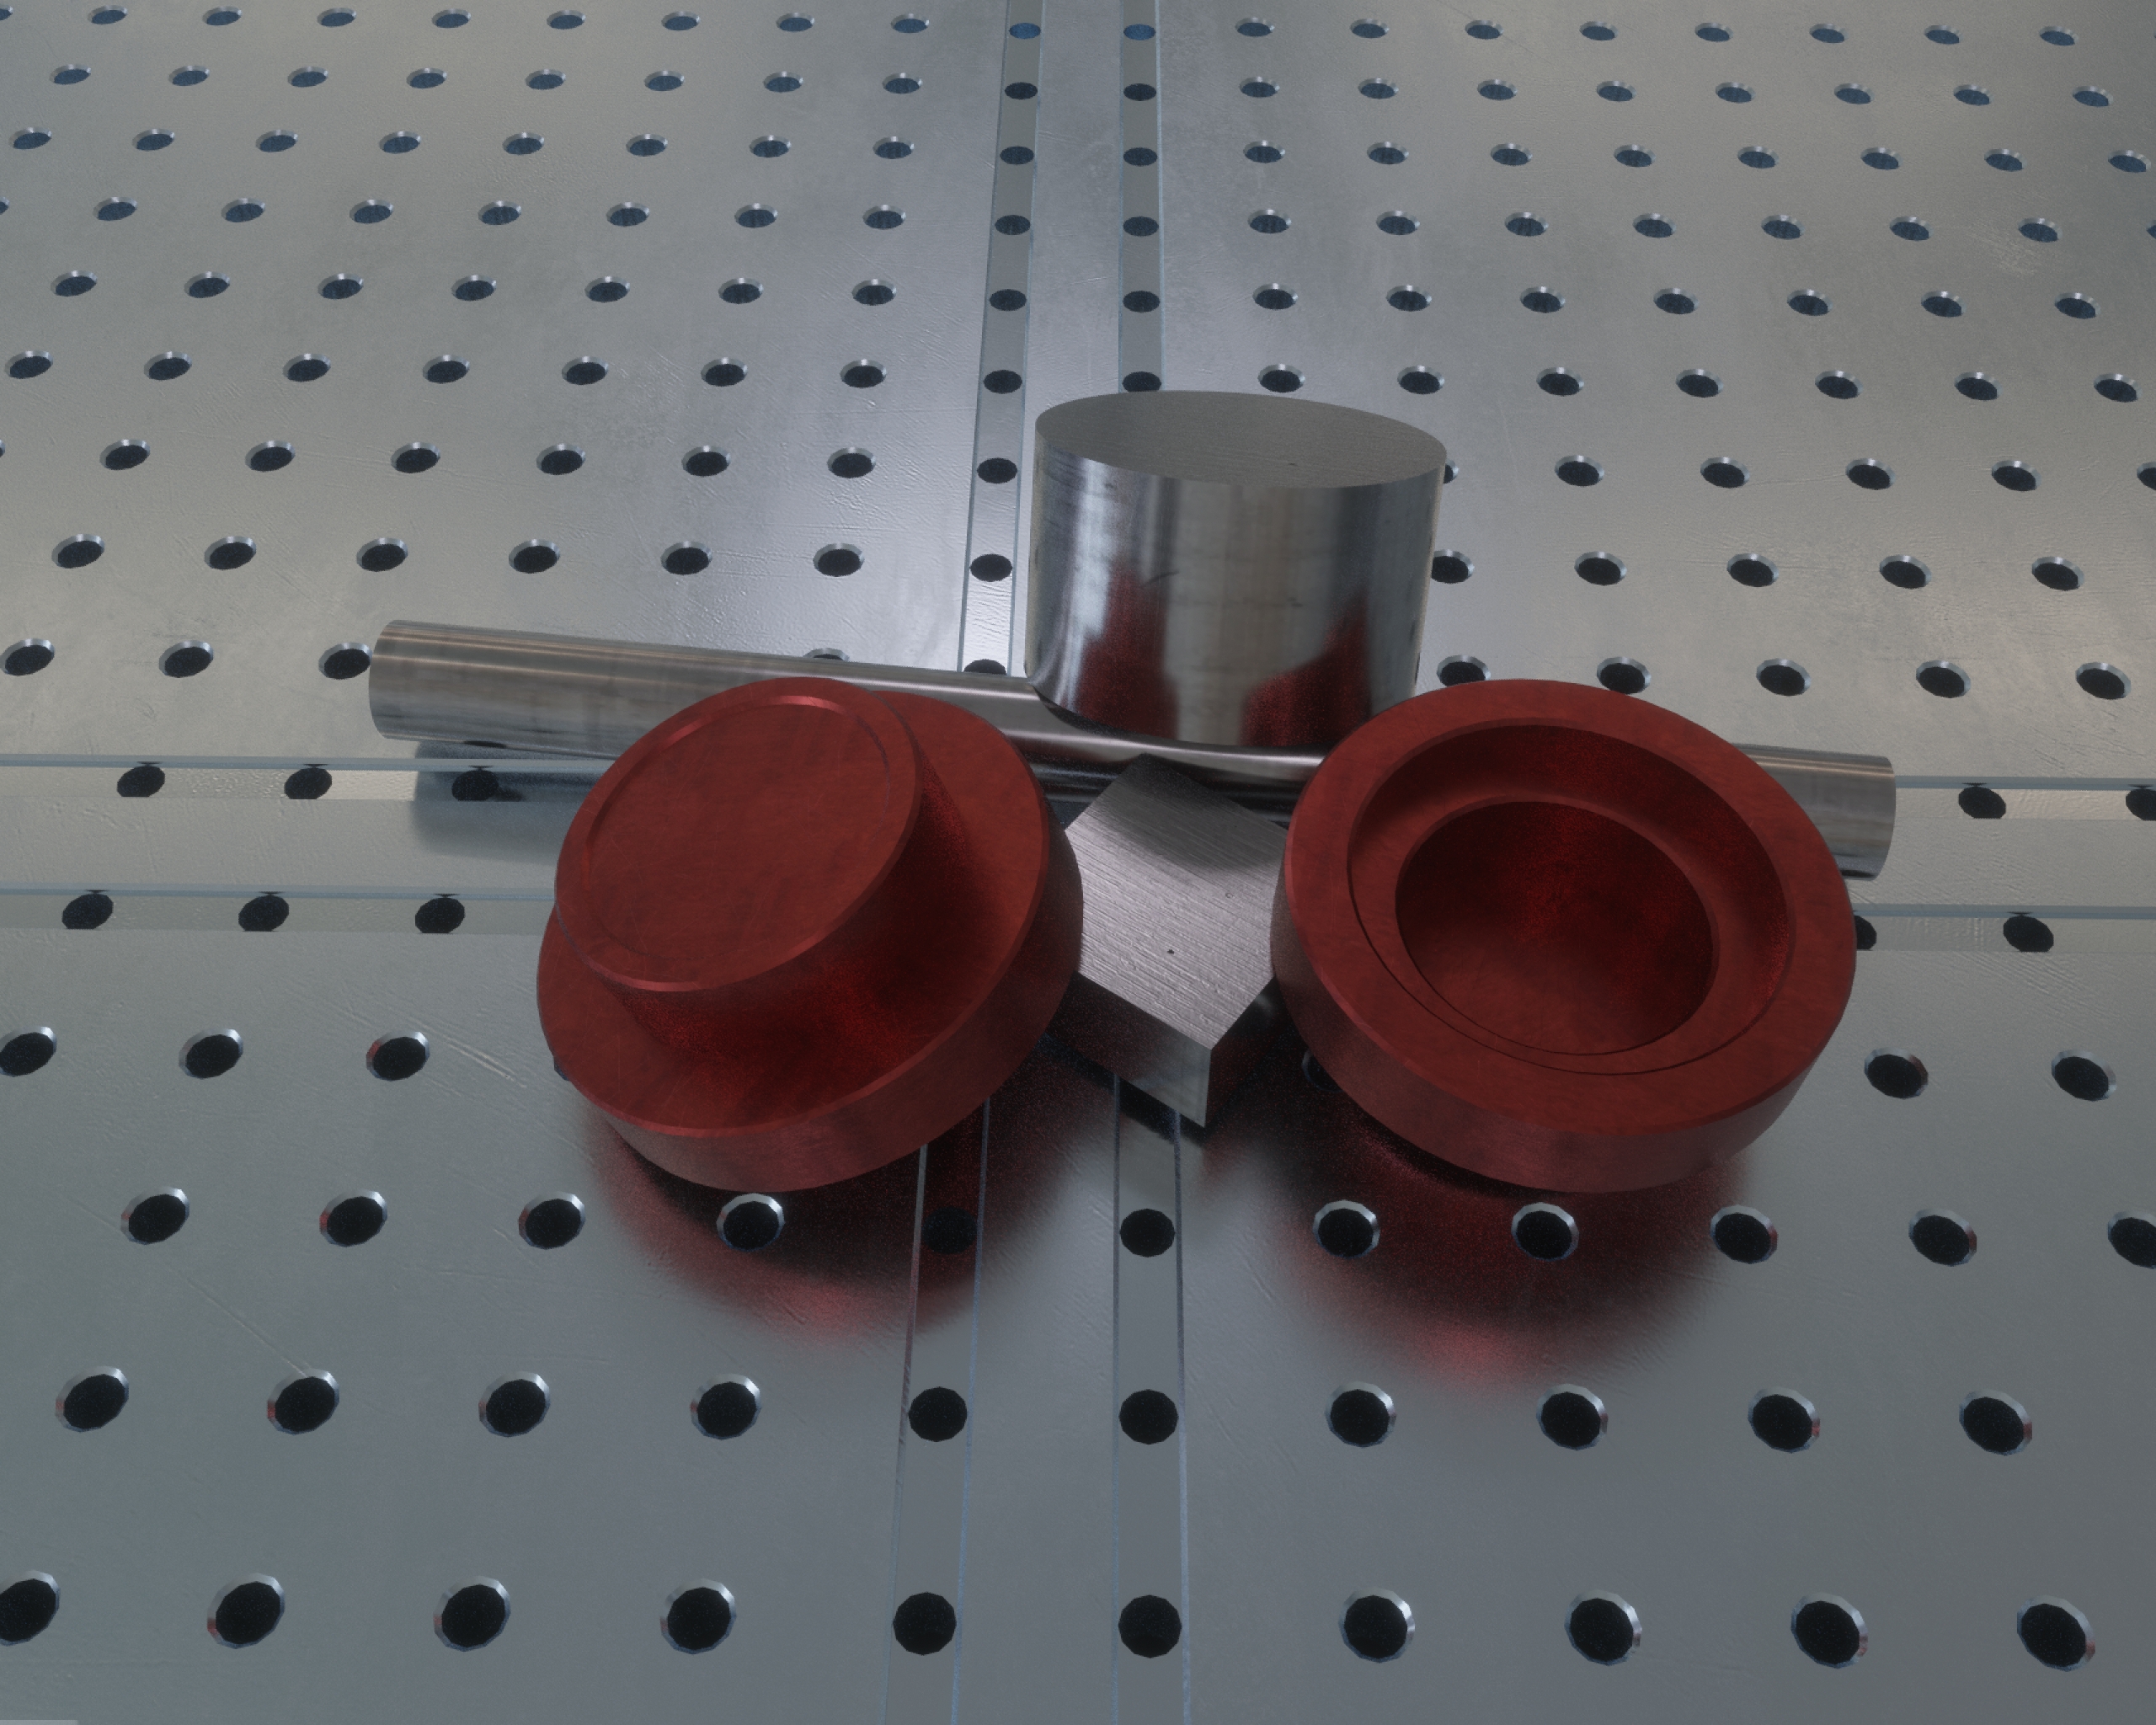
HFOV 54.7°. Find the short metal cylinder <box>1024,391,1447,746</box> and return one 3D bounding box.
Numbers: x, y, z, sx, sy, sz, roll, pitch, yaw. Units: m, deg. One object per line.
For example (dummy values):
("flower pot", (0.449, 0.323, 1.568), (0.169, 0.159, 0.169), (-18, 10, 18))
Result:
("short metal cylinder", (0.031, -0.061, 0.419), (0.081, 0.050, 0.080), (3, 25, -1))

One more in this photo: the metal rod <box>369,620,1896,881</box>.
("metal rod", (0.008, -0.023, 0.422), (0.302, 0.025, 0.025), (6, 50, 4))

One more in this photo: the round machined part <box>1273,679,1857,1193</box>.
("round machined part", (0.084, 0.017, 0.375), (0.099, 0.042, 0.098), (2, 52, -2))

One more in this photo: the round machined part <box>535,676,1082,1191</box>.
("round machined part", (-0.052, 0.005, 0.370), (0.098, 0.042, 0.098), (-11, 49, 14))

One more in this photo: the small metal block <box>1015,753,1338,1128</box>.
("small metal block", (0.018, 0.013, 0.391), (0.050, 0.025, 0.050), (29, 56, 22))
